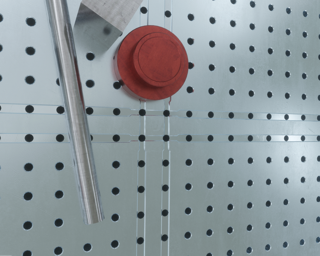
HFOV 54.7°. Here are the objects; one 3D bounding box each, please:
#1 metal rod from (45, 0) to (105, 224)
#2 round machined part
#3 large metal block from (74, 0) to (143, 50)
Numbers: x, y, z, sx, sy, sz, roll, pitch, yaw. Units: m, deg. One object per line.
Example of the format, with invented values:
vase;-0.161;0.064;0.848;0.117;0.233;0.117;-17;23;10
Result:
metal rod;-0.104;-0.033;0.374;0.025;0.025;0.298;-10;94;-20
round machined part;-0.007;-0.085;0.402;0.099;0.042;0.097;0;90;-21
large metal block;-0.054;-0.148;0.364;0.050;0.080;0.080;33;79;-18
